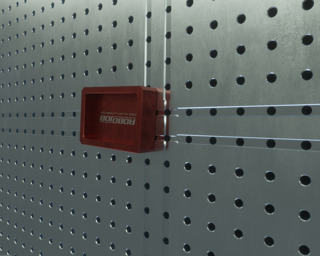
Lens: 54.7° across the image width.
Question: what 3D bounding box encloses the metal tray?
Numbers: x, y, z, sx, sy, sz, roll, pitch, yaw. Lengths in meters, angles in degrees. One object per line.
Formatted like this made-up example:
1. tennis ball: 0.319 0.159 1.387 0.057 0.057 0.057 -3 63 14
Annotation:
1. metal tray: -0.065 -0.015 0.457 0.130 0.030 0.089 5 93 39
